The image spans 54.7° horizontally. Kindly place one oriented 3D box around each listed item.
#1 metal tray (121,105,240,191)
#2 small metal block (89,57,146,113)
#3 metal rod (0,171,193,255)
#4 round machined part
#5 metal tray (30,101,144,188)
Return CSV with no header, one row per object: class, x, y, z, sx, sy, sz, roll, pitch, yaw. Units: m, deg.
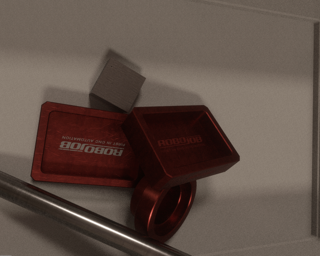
metal tray,0.028,0.017,0.371,0.131,0.030,0.090,-5,57,-43
small metal block,-0.054,-0.053,0.391,0.050,0.025,0.050,29,80,-18
metal rod,-0.069,0.107,0.337,0.301,0.025,0.025,24,82,0
round machined part,0.001,0.090,0.386,0.099,0.042,0.097,-32,133,-42
metal tray,-0.081,0.022,0.378,0.131,0.030,0.089,9,87,-20
